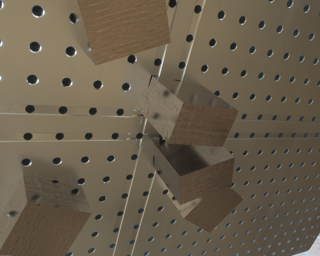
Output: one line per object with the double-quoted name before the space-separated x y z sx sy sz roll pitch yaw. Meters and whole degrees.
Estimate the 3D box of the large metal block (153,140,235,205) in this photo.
"large metal block" 0.045 0.050 0.433 0.081 0.080 0.050 -16 125 -20

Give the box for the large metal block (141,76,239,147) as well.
"large metal block" 0.034 -0.021 0.383 0.081 0.080 0.050 5 116 -31

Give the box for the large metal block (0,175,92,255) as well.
"large metal block" -0.146 0.114 0.387 0.080 0.050 0.080 23 106 -37

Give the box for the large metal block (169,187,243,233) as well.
"large metal block" 0.077 0.116 0.511 0.080 0.050 0.080 -47 130 4

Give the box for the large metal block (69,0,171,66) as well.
"large metal block" -0.041 -0.117 0.301 0.081 0.050 0.079 -21 127 -16
